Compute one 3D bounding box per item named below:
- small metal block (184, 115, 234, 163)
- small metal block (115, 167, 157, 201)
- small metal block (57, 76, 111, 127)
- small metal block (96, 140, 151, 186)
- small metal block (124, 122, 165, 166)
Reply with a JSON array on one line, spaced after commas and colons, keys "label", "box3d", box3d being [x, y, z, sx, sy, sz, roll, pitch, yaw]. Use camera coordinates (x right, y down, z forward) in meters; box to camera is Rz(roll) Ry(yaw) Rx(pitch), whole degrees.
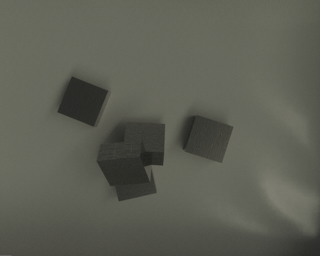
[{"label": "small metal block", "box3d": [0.064, 0.014, 0.412, 0.050, 0.025, 0.050, 18, 90, -1]}, {"label": "small metal block", "box3d": [-0.034, 0.065, 0.411, 0.050, 0.025, 0.050, -12, 90, -1]}, {"label": "small metal block", "box3d": [-0.099, -0.034, 0.410, 0.050, 0.025, 0.050, 22, 90, -1]}, {"label": "small metal block", "box3d": [-0.041, 0.043, 0.368, 0.050, 0.025, 0.050, -7, 134, 9]}, {"label": "small metal block", "box3d": [-0.020, 0.019, 0.397, 0.050, 0.050, 0.025, 3, 134, -1]}]
